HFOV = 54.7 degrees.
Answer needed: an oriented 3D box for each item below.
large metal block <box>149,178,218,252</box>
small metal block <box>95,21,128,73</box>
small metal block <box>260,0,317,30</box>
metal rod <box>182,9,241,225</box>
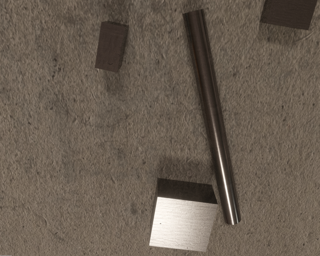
[{"bbox_3d":[0.031,0.123,0.443,0.081,0.050,0.079,8,110,-4],"label":"large metal block"},{"bbox_3d":[-0.055,-0.096,0.360,0.025,0.050,0.050,12,110,-5],"label":"small metal block"},{"bbox_3d":[0.150,-0.144,0.359,0.050,0.025,0.050,8,110,-4],"label":"small metal block"},{"bbox_3d":[0.073,0.000,0.410,0.025,0.025,0.298,-13,110,4],"label":"metal rod"}]
